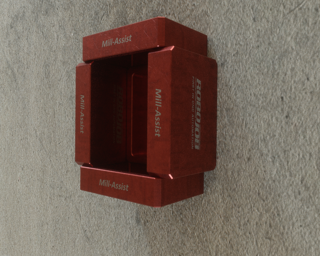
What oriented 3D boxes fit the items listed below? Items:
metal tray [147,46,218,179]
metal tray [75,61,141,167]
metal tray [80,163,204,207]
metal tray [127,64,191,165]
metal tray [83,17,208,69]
[{"bbox_3d":[0.027,-0.015,0.339,0.030,0.091,0.129,1,91,40],"label":"metal tray"},{"bbox_3d":[-0.067,-0.018,0.416,0.030,0.091,0.129,1,91,40],"label":"metal tray"},{"bbox_3d":[-0.023,0.063,0.381,0.130,0.091,0.030,1,91,39],"label":"metal tray"},{"bbox_3d":[-0.001,-0.017,0.402,0.090,0.030,0.129,1,91,39],"label":"metal tray"},{"bbox_3d":[-0.020,-0.096,0.378,0.130,0.091,0.030,1,91,39],"label":"metal tray"}]
